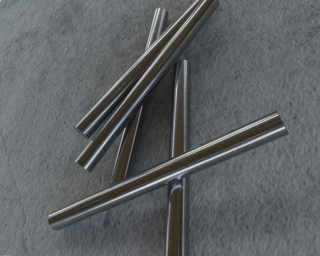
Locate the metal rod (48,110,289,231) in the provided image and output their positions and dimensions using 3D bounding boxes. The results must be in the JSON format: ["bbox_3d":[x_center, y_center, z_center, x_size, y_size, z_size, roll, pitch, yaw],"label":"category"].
[{"bbox_3d":[-0.010,0.057,0.343,0.300,0.025,0.025,-27,52,22],"label":"metal rod"}]

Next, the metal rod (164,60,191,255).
[{"bbox_3d":[0.023,0.041,0.365,0.025,0.025,0.299,-10,57,22],"label":"metal rod"}]

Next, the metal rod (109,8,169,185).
[{"bbox_3d":[-0.024,-0.059,0.451,0.025,0.025,0.299,-3,60,26],"label":"metal rod"}]

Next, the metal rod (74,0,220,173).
[{"bbox_3d":[-0.010,-0.069,0.419,0.025,0.025,0.300,26,73,36],"label":"metal rod"}]

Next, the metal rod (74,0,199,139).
[{"bbox_3d":[-0.010,-0.103,0.443,0.025,0.025,0.301,25,66,36],"label":"metal rod"}]
